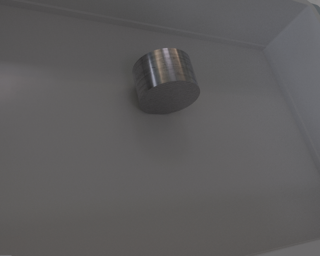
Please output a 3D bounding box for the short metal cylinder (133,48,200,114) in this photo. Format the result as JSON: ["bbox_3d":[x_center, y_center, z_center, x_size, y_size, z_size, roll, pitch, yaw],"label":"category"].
[{"bbox_3d":[0.007,-0.059,0.410,0.081,0.080,0.050,1,62,-28],"label":"short metal cylinder"}]
